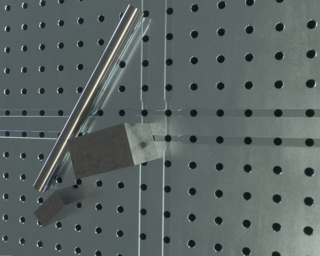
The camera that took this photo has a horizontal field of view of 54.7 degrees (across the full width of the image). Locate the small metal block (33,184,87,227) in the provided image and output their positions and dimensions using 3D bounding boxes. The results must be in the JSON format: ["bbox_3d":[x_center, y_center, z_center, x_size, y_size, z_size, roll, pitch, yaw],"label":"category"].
[{"bbox_3d":[-0.143,0.111,0.448,0.050,0.050,0.025,-44,77,14],"label":"small metal block"}]

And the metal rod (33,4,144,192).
[{"bbox_3d":[-0.107,-0.036,0.448,0.025,0.025,0.299,34,100,16],"label":"metal rod"}]

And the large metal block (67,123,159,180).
[{"bbox_3d":[-0.058,0.028,0.403,0.080,0.080,0.050,-16,85,19],"label":"large metal block"}]
